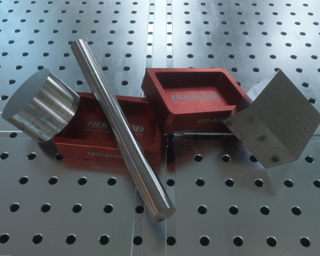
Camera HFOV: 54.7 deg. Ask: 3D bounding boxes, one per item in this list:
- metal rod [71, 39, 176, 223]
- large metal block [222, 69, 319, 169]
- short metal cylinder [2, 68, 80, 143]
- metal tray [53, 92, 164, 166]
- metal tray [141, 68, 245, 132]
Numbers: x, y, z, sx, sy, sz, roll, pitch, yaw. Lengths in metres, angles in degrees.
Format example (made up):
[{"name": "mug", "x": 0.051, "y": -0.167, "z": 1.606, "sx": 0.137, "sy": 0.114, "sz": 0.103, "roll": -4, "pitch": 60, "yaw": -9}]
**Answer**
[{"name": "metal rod", "x": -0.060, "y": -0.020, "z": 0.385, "sx": 0.025, "sy": 0.025, "sz": 0.300, "roll": -20, "pitch": 53, "yaw": -16}, {"name": "large metal block", "x": 0.138, "y": -0.010, "z": 0.378, "sx": 0.080, "sy": 0.050, "sz": 0.080, "roll": 47, "pitch": 60, "yaw": -3}, {"name": "short metal cylinder", "x": -0.149, "y": -0.029, "z": 0.391, "sx": 0.080, "sy": 0.050, "sz": 0.080, "roll": -25, "pitch": 40, "yaw": 24}, {"name": "metal tray", "x": -0.059, "y": -0.001, "z": 0.404, "sx": 0.131, "sy": 0.030, "sz": 0.090, "roll": 5, "pitch": 50, "yaw": 4}, {"name": "metal tray", "x": 0.051, "y": -0.042, "z": 0.415, "sx": 0.131, "sy": 0.030, "sz": 0.090, "roll": -5, "pitch": 48, "yaw": -26}]
